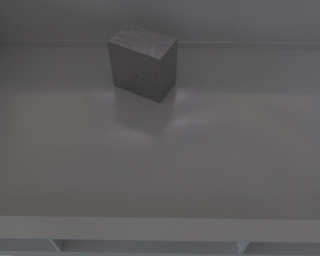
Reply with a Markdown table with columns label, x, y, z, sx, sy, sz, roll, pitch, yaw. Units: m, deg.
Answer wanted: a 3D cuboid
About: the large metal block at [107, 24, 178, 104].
| label | x | y | z | sx | sy | sz | roll | pitch | yaw |
| --- | --- | --- | --- | --- | --- | --- | --- | --- | --- |
| large metal block | -0.023 | -0.092 | 0.447 | 0.080 | 0.080 | 0.050 | 22 | 54 | 18 |
